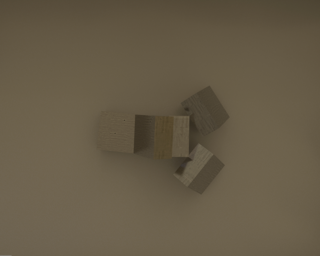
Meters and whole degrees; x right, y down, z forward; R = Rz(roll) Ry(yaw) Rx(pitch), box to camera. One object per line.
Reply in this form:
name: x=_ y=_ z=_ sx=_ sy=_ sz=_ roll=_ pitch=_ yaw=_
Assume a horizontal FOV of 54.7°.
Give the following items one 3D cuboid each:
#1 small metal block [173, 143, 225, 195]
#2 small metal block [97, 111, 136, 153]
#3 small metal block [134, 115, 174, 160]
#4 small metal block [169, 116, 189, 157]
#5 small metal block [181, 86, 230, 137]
small metal block: x=0.051 y=0.053 z=0.395 sx=0.025 sy=0.050 sz=0.050 roll=38 pitch=89 yaw=35
small metal block: x=-0.053 y=0.005 z=0.408 sx=0.050 sy=0.025 sz=0.050 roll=7 pitch=90 yaw=-1
small metal block: x=-0.009 y=0.010 z=0.379 sx=0.025 sy=0.050 sz=0.050 roll=1 pitch=93 yaw=-32
small metal block: x=0.022 y=0.010 z=0.398 sx=0.025 sy=0.050 sz=0.050 roll=1 pitch=90 yaw=0
small metal block: x=0.059 y=-0.022 z=0.395 sx=0.025 sy=0.050 sz=0.050 roll=-32 pitch=91 yaw=32
